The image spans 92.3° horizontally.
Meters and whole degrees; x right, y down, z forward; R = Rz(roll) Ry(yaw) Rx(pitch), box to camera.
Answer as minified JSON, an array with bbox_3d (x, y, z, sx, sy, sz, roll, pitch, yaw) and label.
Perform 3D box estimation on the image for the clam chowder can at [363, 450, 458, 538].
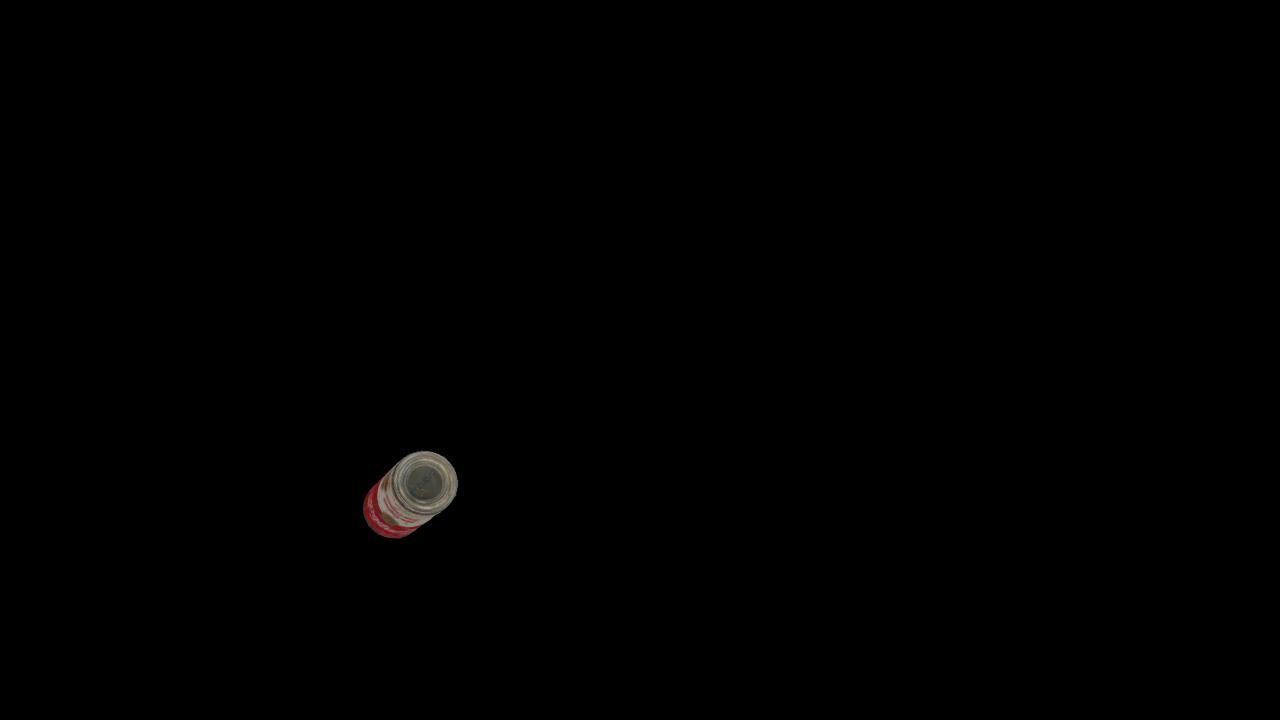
[{"bbox_3d":[-0.240,0.142,0.644,0.068,0.068,0.102,0,-25,-41],"label":"clam chowder can"}]
